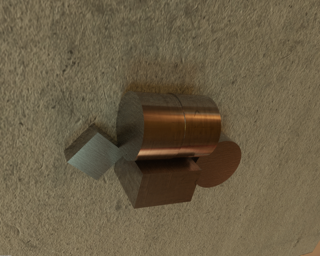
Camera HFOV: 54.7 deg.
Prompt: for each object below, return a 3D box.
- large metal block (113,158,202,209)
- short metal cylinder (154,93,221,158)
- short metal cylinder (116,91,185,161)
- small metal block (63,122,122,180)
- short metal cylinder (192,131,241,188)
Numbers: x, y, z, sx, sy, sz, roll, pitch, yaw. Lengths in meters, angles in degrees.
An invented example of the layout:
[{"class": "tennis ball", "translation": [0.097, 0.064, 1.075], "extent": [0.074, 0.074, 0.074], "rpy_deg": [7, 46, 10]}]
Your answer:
[{"class": "large metal block", "translation": [-0.006, 0.054, 0.404], "extent": [0.081, 0.080, 0.050], "rpy_deg": [1, 118, -29]}, {"class": "short metal cylinder", "translation": [0.031, -0.003, 0.388], "extent": [0.050, 0.080, 0.079], "rpy_deg": [1, 118, -29]}, {"class": "short metal cylinder", "translation": [-0.013, -0.002, 0.365], "extent": [0.050, 0.080, 0.079], "rpy_deg": [1, 118, -29]}, {"class": "small metal block", "translation": [-0.081, 0.030, 0.383], "extent": [0.050, 0.025, 0.050], "rpy_deg": [-44, 129, 2]}, {"class": "short metal cylinder", "translation": [0.071, 0.040, 0.456], "extent": [0.081, 0.050, 0.079], "rpy_deg": [-14, 124, -21]}]
